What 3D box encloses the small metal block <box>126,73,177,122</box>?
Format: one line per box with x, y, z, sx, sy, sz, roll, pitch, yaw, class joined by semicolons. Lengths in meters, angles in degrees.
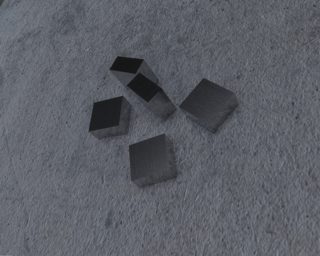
-0.011;-0.041;0.419;0.025;0.050;0.050;-47;51;-4;small metal block

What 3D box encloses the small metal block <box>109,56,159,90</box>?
-0.037;-0.077;0.455;0.050;0.050;0.025;15;70;34;small metal block

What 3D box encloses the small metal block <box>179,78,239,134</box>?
0.061;-0.029;0.389;0.050;0.025;0.050;-49;52;-7;small metal block

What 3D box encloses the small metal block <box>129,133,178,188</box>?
-0.009;0.041;0.384;0.050;0.025;0.050;-19;54;17;small metal block

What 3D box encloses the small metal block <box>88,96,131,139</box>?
-0.072;-0.015;0.451;0.050;0.025;0.050;-11;57;22;small metal block
